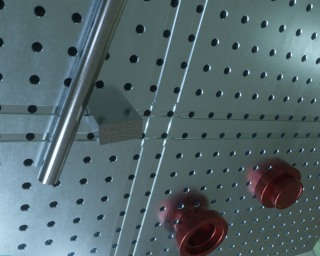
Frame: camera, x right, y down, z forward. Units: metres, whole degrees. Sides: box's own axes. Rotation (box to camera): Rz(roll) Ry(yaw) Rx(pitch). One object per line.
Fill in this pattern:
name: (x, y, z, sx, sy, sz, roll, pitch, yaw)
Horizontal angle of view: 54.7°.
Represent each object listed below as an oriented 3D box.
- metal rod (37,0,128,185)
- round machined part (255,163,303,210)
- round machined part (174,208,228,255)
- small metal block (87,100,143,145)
metal rod: (-0.074, -0.067, 0.328, 0.025, 0.025, 0.298, 13, 112, -34)
round machined part: (0.238, 0.119, 0.604, 0.099, 0.042, 0.097, -14, 124, -21)
round machined part: (0.068, 0.183, 0.551, 0.099, 0.042, 0.097, -14, 124, -21)
small metal block: (-0.053, -0.008, 0.361, 0.050, 0.050, 0.025, -10, 123, -23)
